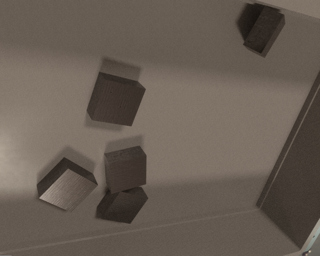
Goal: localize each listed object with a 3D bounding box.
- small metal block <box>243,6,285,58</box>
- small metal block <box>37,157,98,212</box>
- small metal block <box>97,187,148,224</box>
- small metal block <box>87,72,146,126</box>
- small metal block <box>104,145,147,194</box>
[{"bbox_3d":[0.133,-0.120,0.394,0.050,0.025,0.050,-62,163,16],"label":"small metal block"},{"bbox_3d":[-0.116,0.072,0.391,0.050,0.025,0.050,-45,130,3],"label":"small metal block"},{"bbox_3d":[-0.054,0.108,0.447,0.050,0.025,0.050,24,105,-37],"label":"small metal block"},{"bbox_3d":[-0.052,-0.033,0.361,0.050,0.025,0.050,9,114,-33],"label":"small metal block"},{"bbox_3d":[-0.047,0.056,0.419,0.050,0.025,0.050,-12,123,-22],"label":"small metal block"}]
